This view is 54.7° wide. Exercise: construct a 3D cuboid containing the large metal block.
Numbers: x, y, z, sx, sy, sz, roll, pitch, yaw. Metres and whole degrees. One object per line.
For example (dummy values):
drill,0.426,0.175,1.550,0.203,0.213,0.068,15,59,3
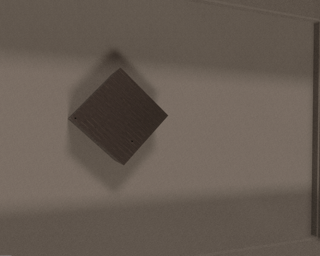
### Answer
large metal block,-0.052,-0.013,0.379,0.080,0.050,0.080,45,76,-15
